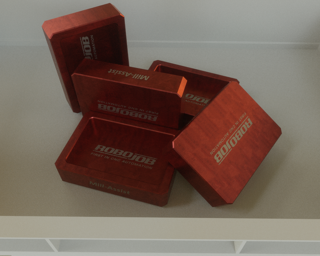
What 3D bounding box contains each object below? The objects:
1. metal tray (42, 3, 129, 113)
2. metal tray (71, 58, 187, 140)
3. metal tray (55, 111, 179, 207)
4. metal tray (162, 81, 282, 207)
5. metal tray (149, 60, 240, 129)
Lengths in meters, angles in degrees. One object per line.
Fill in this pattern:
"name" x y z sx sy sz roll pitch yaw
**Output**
"metal tray" -0.088 -0.086 0.405 0.091 0.129 0.030 -24 55 -19
"metal tray" -0.036 -0.032 0.386 0.131 0.089 0.030 12 51 9
"metal tray" -0.044 0.033 0.370 0.131 0.030 0.090 12 51 10
"metal tray" 0.076 0.015 0.362 0.090 0.030 0.131 47 60 -1
"metal tray" 0.037 -0.045 0.438 0.130 0.030 0.090 16 52 13
